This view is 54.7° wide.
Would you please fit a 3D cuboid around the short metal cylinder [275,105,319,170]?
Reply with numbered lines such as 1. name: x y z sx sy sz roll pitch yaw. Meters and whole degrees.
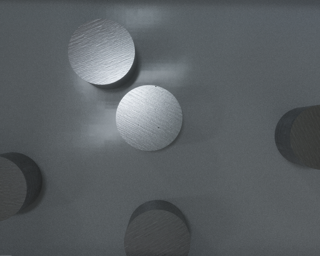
1. short metal cylinder: 0.198 0.011 0.402 0.081 0.050 0.079 0 90 -1

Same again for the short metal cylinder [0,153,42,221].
1. short metal cylinder: -0.200 0.073 0.396 0.081 0.050 0.079 0 90 -1

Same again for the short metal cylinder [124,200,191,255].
1. short metal cylinder: -0.003 0.138 0.399 0.081 0.050 0.079 0 90 -1

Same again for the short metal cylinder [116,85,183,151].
1. short metal cylinder: -0.013 -0.012 0.399 0.081 0.050 0.079 0 90 -1

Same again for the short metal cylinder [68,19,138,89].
1. short metal cylinder: -0.071 -0.092 0.398 0.081 0.050 0.079 0 90 -1
